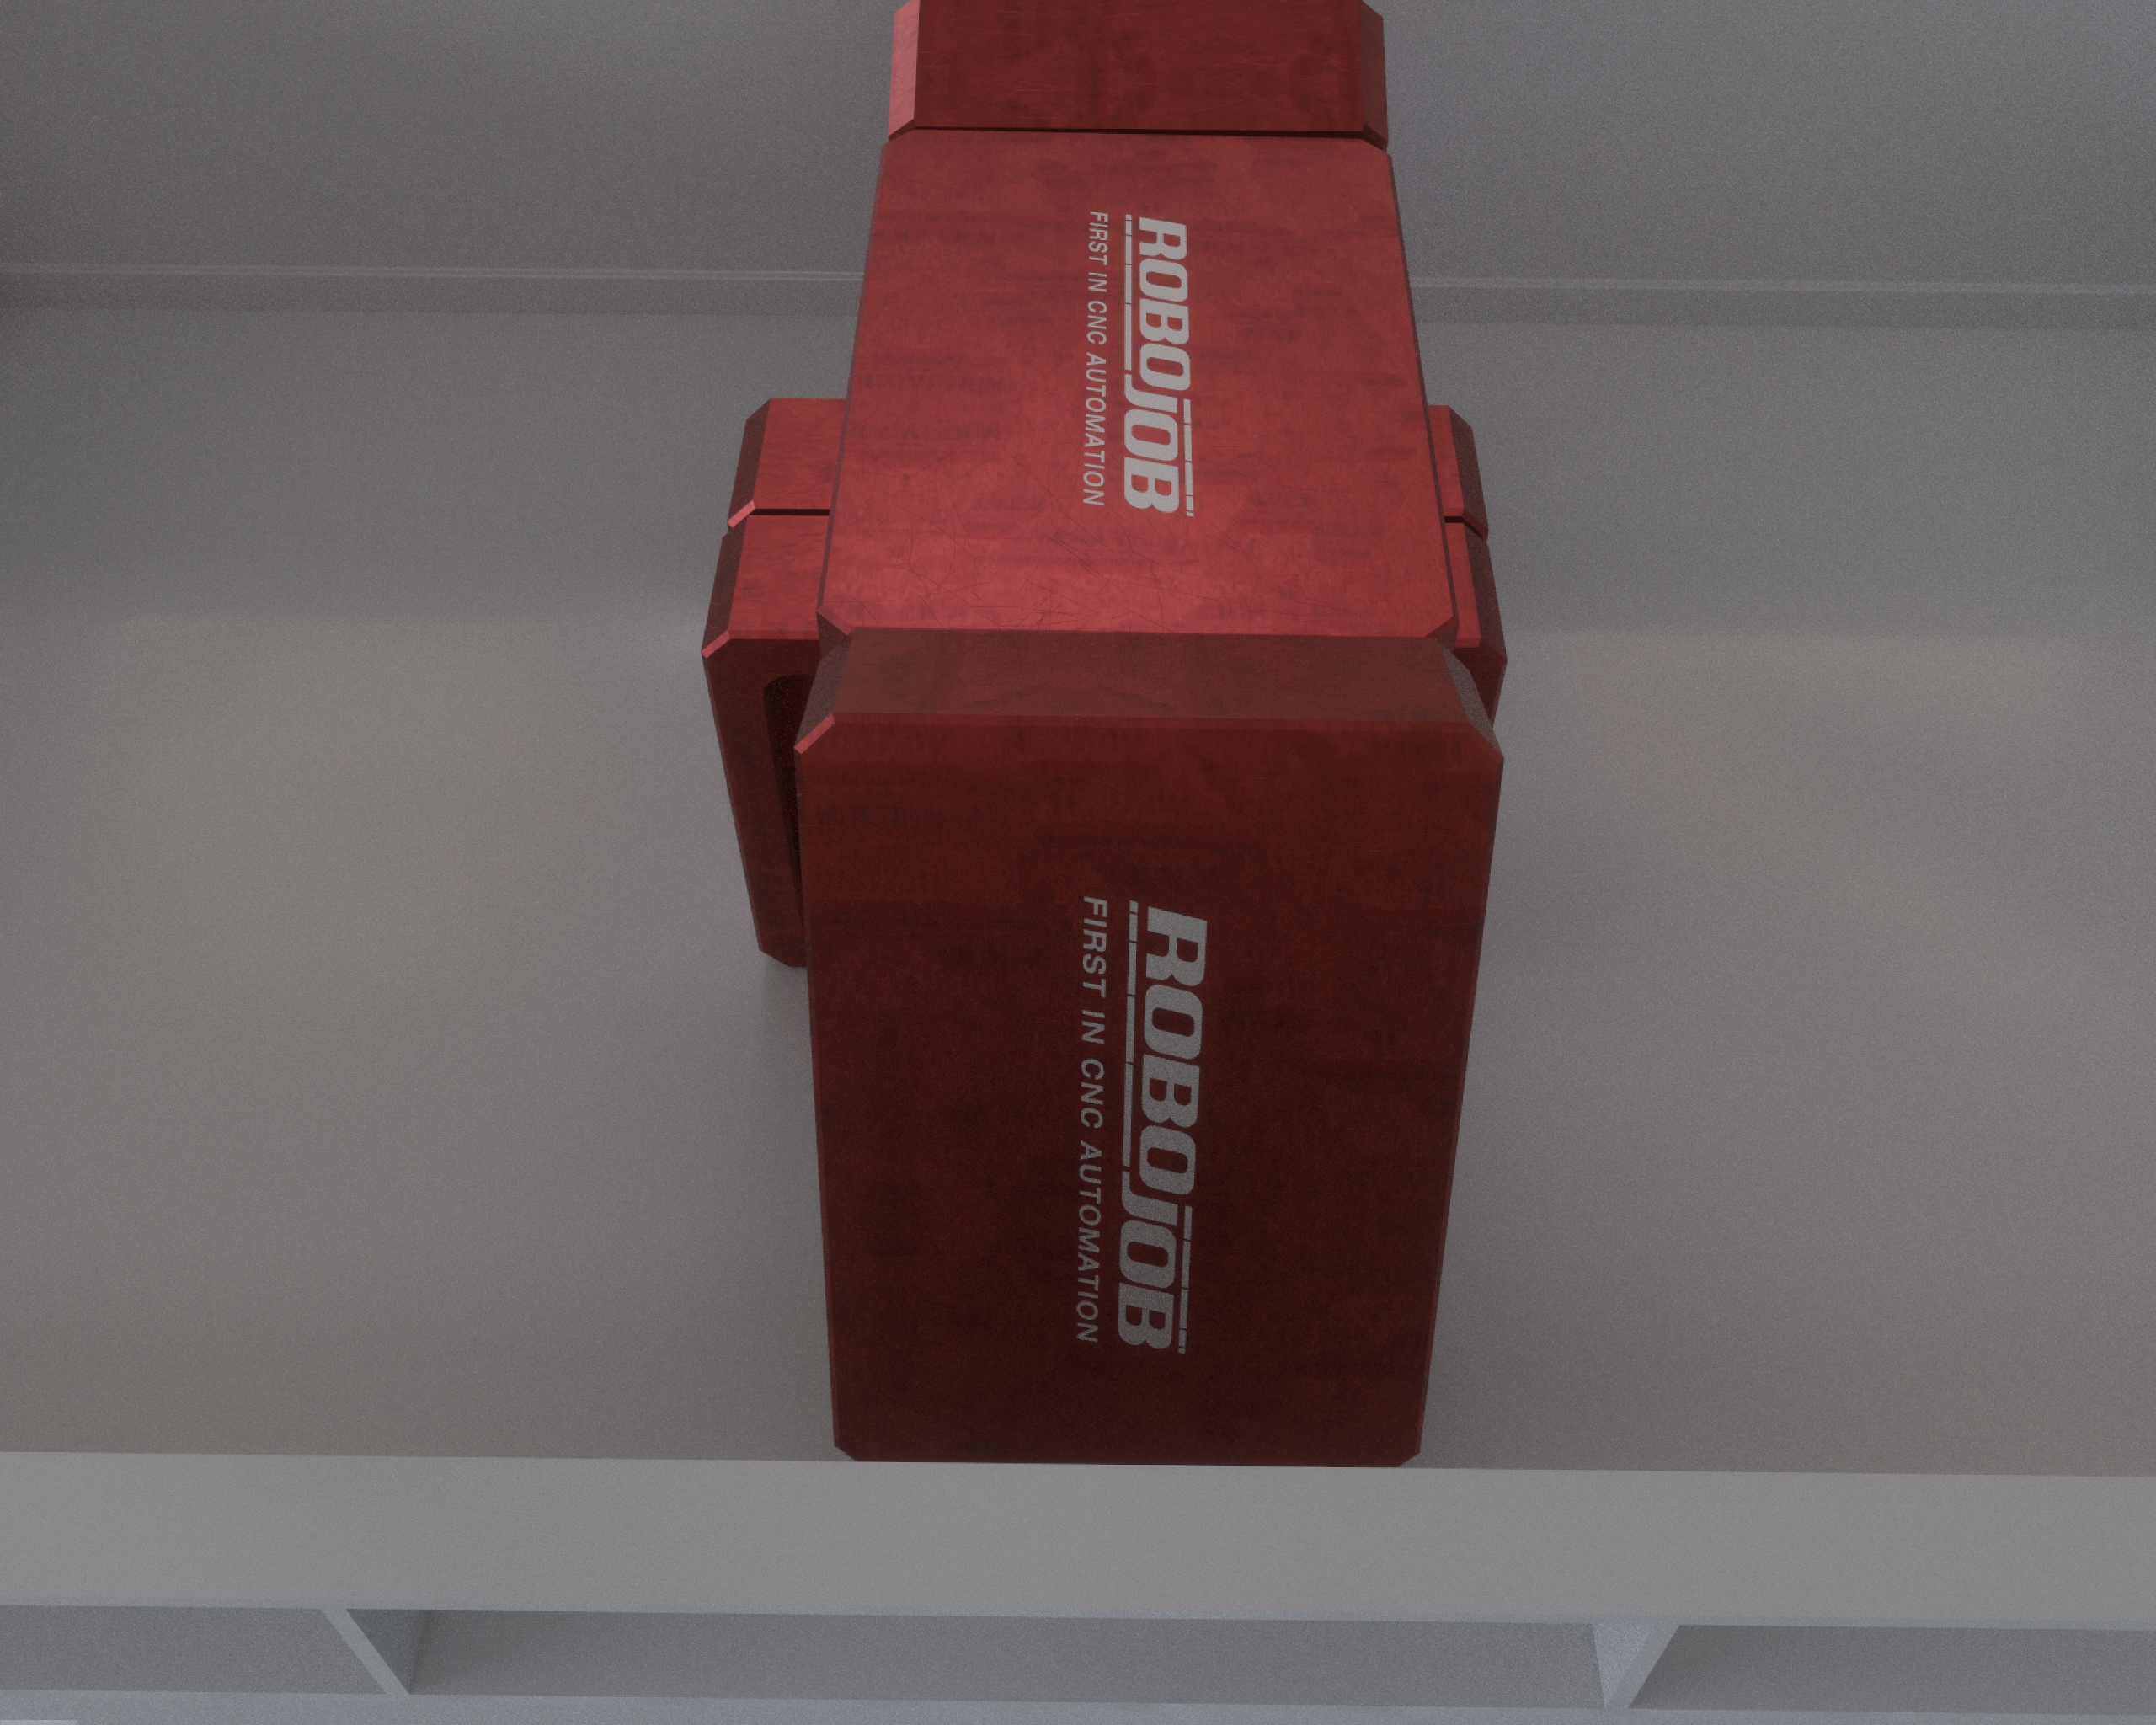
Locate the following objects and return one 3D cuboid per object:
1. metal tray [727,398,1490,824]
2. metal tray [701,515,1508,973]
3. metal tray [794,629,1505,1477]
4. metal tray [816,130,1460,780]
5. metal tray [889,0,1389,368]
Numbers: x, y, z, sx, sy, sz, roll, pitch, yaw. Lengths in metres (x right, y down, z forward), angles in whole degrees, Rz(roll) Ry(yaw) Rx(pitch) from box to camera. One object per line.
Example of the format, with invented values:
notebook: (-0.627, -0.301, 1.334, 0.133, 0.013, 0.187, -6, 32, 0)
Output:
metal tray: (0.005, -0.043, 0.397, 0.131, 0.090, 0.030, 1, 50, 0)
metal tray: (0.005, -0.019, 0.378, 0.131, 0.090, 0.030, 1, 50, 0)
metal tray: (0.009, 0.032, 0.306, 0.091, 0.129, 0.030, 1, 28, 0)
metal tray: (0.009, -0.072, 0.343, 0.091, 0.030, 0.130, 1, 50, 0)
metal tray: (0.011, -0.124, 0.438, 0.091, 0.130, 0.030, 1, 71, 0)
